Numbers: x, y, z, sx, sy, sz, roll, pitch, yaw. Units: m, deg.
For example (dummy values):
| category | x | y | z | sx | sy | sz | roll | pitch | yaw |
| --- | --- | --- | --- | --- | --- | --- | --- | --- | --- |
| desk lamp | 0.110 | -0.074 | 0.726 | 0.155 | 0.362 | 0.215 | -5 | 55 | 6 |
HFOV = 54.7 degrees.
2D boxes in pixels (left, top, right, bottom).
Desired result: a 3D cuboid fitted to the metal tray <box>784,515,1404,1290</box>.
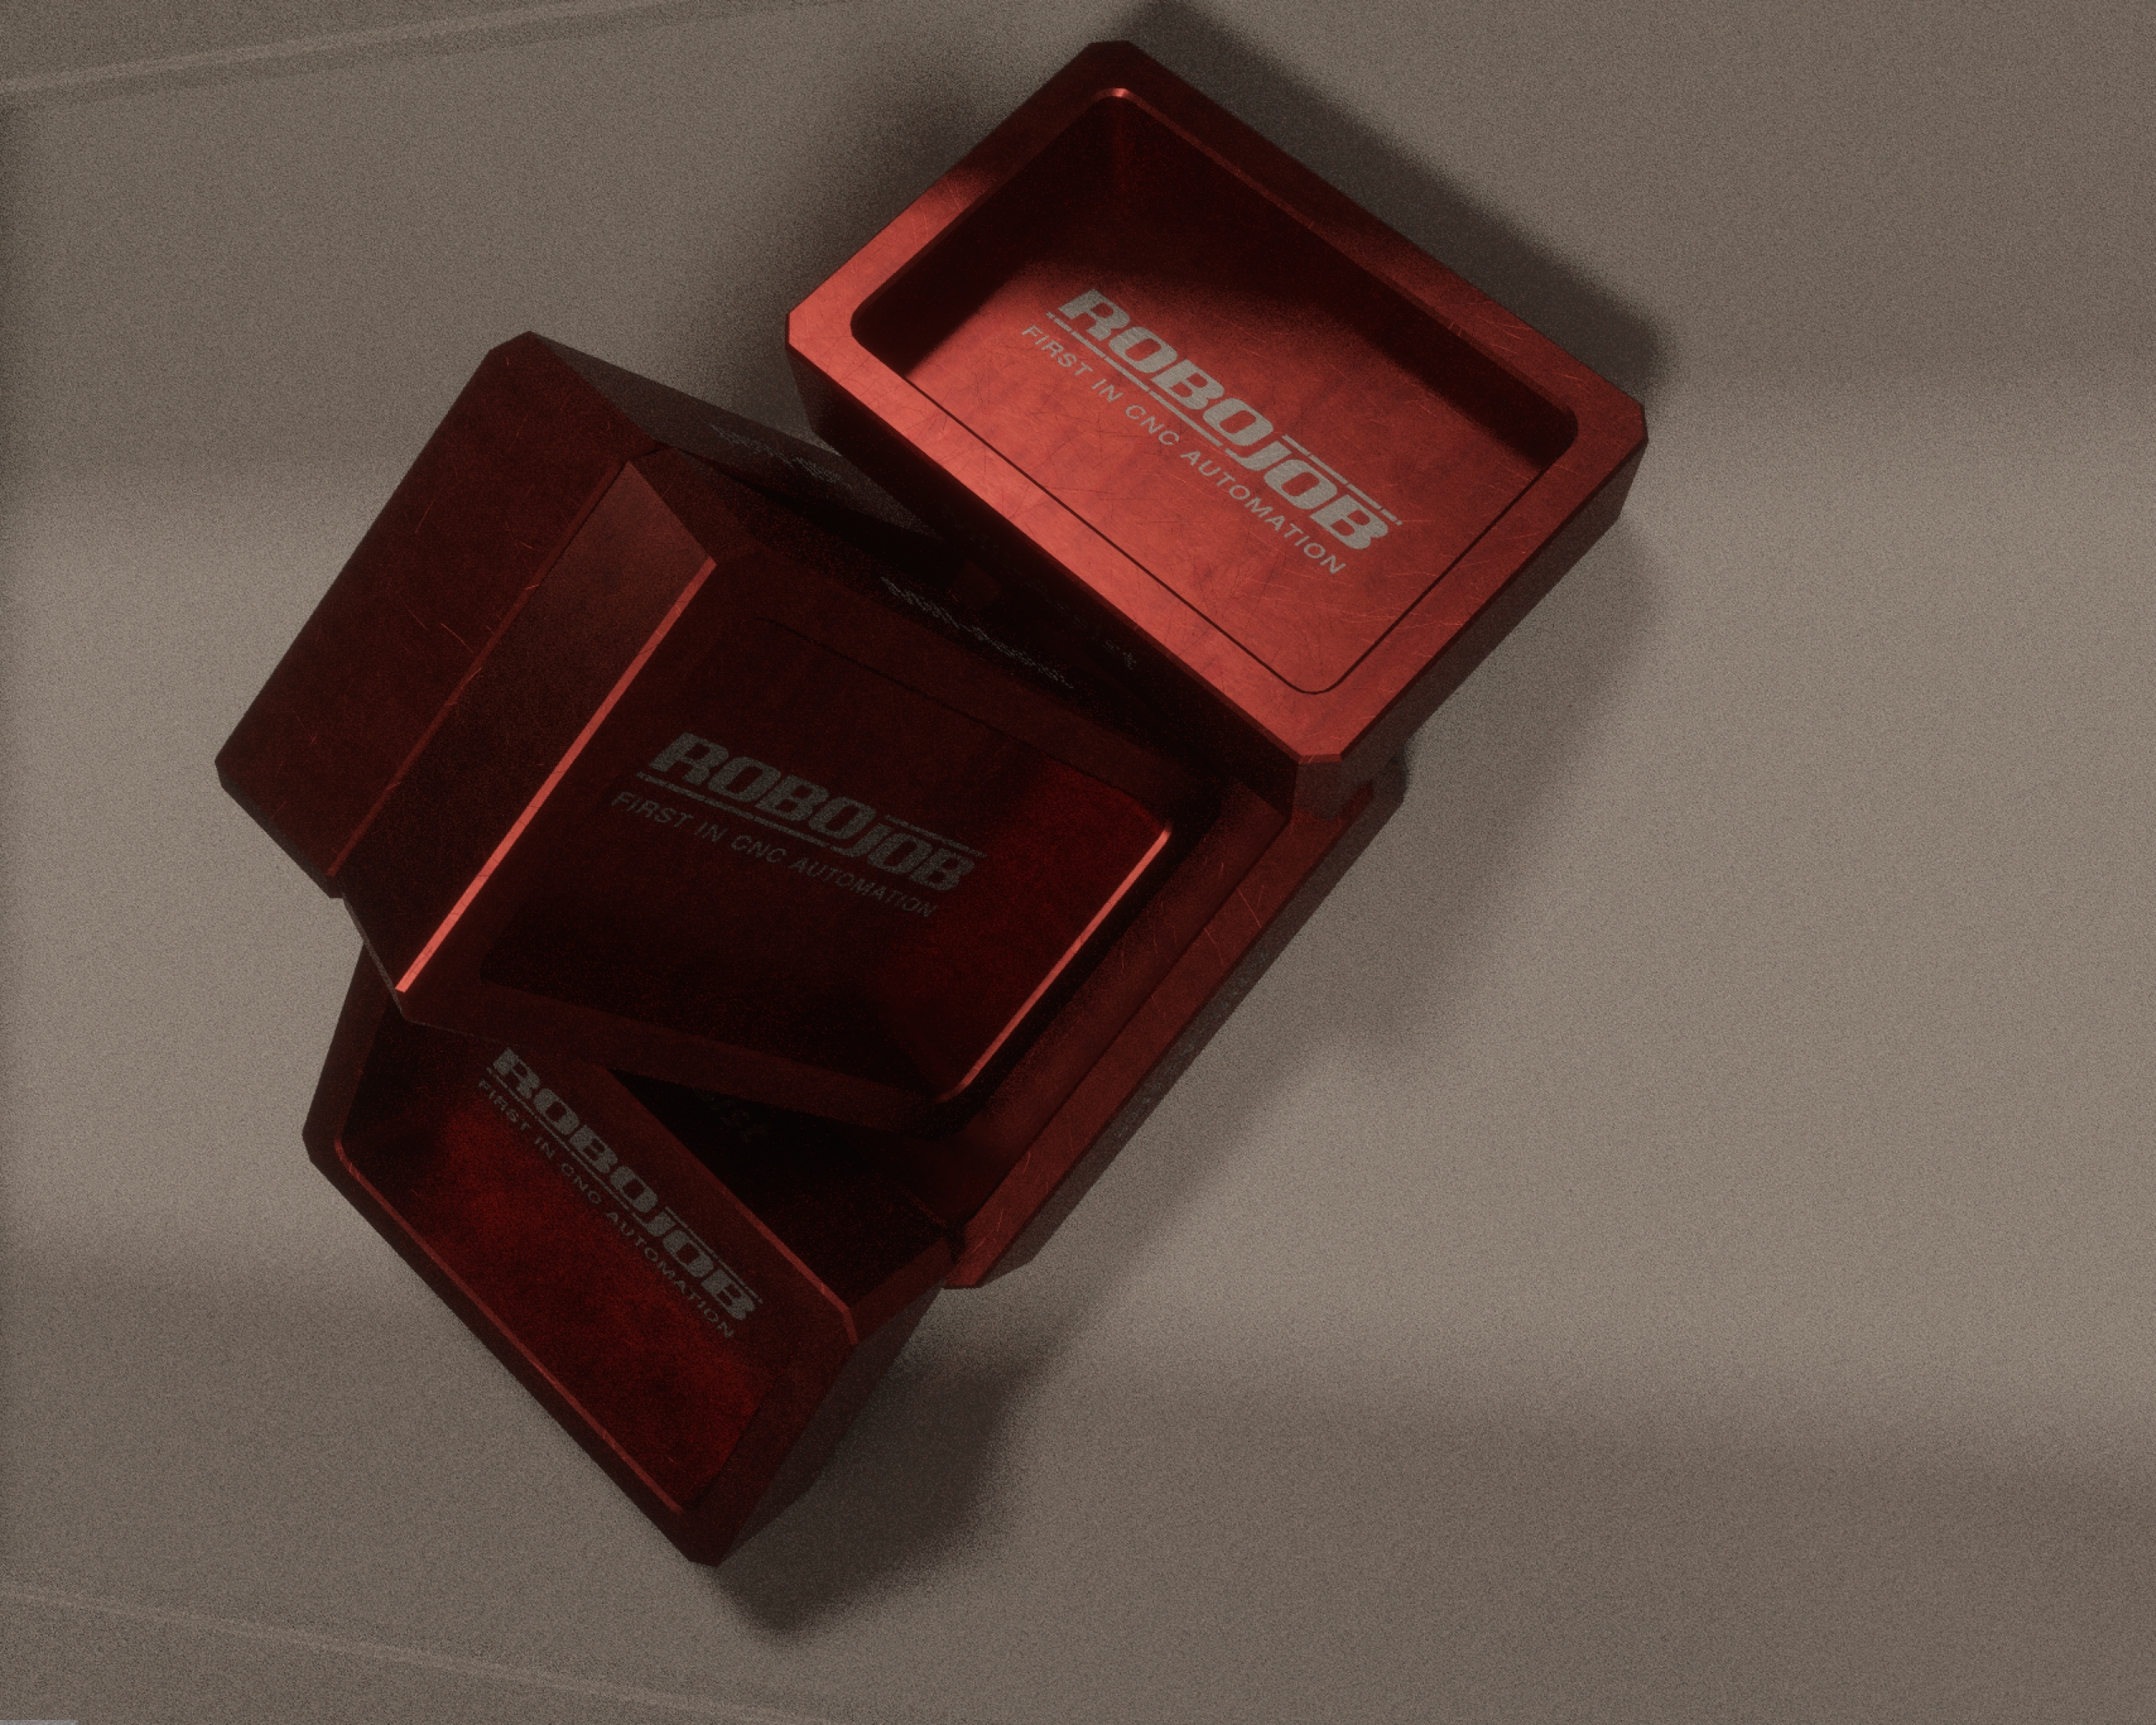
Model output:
| category | x | y | z | sx | sy | sz | roll | pitch | yaw |
| --- | --- | --- | --- | --- | --- | --- | --- | --- | --- |
| metal tray | -0.011 | 0.006 | 0.409 | 0.090 | 0.030 | 0.130 | 41 | 102 | 15 |

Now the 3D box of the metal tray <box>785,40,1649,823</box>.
| category | x | y | z | sx | sy | sz | roll | pitch | yaw |
| --- | --- | --- | --- | --- | --- | --- | --- | --- | --- |
| metal tray | 0.024 | -0.081 | 0.379 | 0.130 | 0.030 | 0.090 | 41 | 77 | 15 |

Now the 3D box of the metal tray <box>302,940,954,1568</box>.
| category | x | y | z | sx | sy | sz | roll | pitch | yaw |
| --- | --- | --- | --- | --- | --- | --- | --- | --- | --- |
| metal tray | -0.095 | 0.067 | 0.420 | 0.130 | 0.030 | 0.089 | 41 | 127 | 14 |

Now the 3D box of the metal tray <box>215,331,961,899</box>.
| category | x | y | z | sx | sy | sz | roll | pitch | yaw |
| --- | --- | --- | --- | --- | --- | --- | --- | --- | --- |
| metal tray | -0.079 | -0.037 | 0.379 | 0.030 | 0.130 | 0.090 | 42 | 103 | 15 |

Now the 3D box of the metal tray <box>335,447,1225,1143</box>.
| category | x | y | z | sx | sy | sz | roll | pitch | yaw |
| --- | --- | --- | --- | --- | --- | --- | --- | --- | --- |
| metal tray | -0.044 | -0.004 | 0.355 | 0.090 | 0.131 | 0.030 | -52 | 51 | 12 |
